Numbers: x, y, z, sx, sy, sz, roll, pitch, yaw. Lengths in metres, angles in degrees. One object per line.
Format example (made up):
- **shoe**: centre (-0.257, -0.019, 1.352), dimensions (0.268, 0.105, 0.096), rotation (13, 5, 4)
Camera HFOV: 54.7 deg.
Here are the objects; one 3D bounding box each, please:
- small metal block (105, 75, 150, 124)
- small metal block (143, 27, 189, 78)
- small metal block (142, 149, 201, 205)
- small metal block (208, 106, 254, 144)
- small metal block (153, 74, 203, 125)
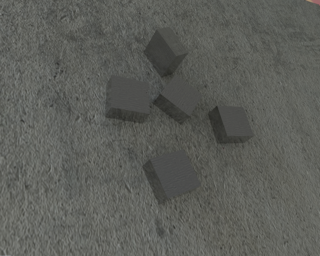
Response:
- **small metal block**: centre (-0.043, -0.037, 0.403), dimensions (0.050, 0.025, 0.050), rotation (10, 58, -23)
- **small metal block**: centre (0.008, -0.112, 0.460), dimensions (0.025, 0.050, 0.050), rotation (-25, 76, -37)
- **small metal block**: centre (0.014, 0.058, 0.375), dimensions (0.050, 0.025, 0.050), rotation (-13, 69, -34)
- **small metal block**: centre (0.106, -0.005, 0.463), dimensions (0.050, 0.025, 0.050), rotation (1, 61, -28)
- **small metal block**: centre (0.026, -0.041, 0.443), dimensions (0.050, 0.025, 0.050), rotation (37, 51, -3)
